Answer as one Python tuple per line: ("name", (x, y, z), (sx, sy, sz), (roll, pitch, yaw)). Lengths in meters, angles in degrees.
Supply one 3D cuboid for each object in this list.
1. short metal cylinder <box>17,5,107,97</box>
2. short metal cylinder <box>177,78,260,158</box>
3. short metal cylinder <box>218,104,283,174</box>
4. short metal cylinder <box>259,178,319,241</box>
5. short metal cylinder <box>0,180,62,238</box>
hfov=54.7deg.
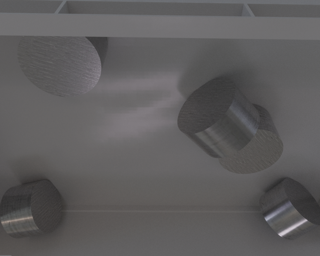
("short metal cylinder", (-0.098, -0.079, 0.324), (0.081, 0.050, 0.079), (0, 130, 0))
("short metal cylinder", (0.067, -0.012, 0.363), (0.080, 0.080, 0.050), (-34, 122, 25))
("short metal cylinder", (0.112, 0.015, 0.405), (0.081, 0.050, 0.079), (-1, 131, -1))
("short metal cylinder", (0.203, 0.125, 0.482), (0.080, 0.080, 0.050), (26, 125, -21))
("short metal cylinder", (-0.196, 0.125, 0.477), (0.050, 0.080, 0.080), (-13, 129, 11))
